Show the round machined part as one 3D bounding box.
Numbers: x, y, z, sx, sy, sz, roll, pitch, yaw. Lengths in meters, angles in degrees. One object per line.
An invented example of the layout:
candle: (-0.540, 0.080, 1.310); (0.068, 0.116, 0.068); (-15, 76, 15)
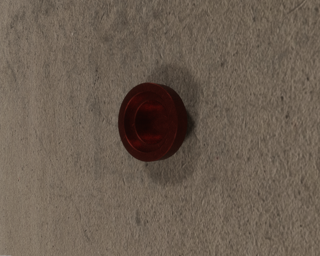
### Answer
round machined part: (-0.005, -0.007, 0.396); (0.098, 0.042, 0.097); (0, 90, 39)
